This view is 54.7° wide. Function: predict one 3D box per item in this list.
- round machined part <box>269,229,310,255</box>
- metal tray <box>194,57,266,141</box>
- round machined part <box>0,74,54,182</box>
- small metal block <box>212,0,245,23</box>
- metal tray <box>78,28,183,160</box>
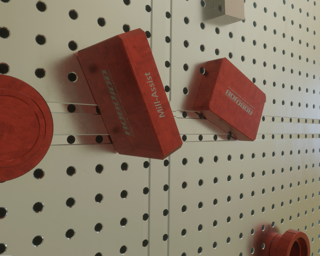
[{"bbox_3d":[0.253,0.248,0.610,0.099,0.042,0.097,0,90,-40],"label":"round machined part"},{"bbox_3d":[0.119,-0.043,0.505,0.131,0.030,0.090,30,71,-36],"label":"metal tray"},{"bbox_3d":[-0.144,0.000,0.277,0.099,0.042,0.097,0,90,-40],"label":"round machined part"},{"bbox_3d":[0.111,-0.201,0.501,0.050,0.025,0.050,-5,93,-40],"label":"small metal block"},{"bbox_3d":[-0.034,-0.032,0.337,0.030,0.090,0.129,-31,110,-36],"label":"metal tray"}]
